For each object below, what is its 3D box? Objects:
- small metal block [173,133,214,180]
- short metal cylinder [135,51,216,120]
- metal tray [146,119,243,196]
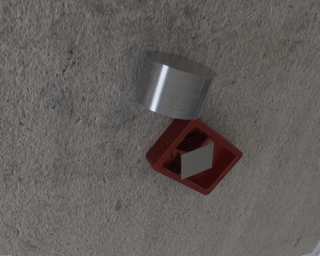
[{"bbox_3d":[0.046,0.039,0.436,0.050,0.025,0.050,-19,132,-17],"label":"small metal block"},{"bbox_3d":[0.017,-0.050,0.349,0.081,0.080,0.050,3,117,-30],"label":"short metal cylinder"},{"bbox_3d":[0.054,0.041,0.458,0.130,0.030,0.090,33,100,-38],"label":"metal tray"}]
